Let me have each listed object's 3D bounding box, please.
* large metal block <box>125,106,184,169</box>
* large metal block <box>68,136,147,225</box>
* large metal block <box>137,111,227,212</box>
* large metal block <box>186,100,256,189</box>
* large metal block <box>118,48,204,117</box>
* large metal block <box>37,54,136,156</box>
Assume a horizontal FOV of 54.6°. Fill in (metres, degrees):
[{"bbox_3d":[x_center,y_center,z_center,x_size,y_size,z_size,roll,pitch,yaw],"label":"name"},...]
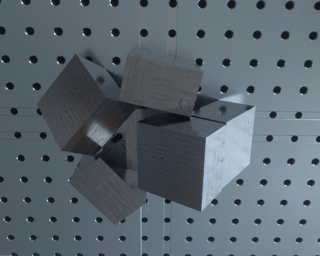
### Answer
[{"bbox_3d":[-0.001,0.007,0.402,0.080,0.050,0.079,1,110,-1],"label":"large metal block"},{"bbox_3d":[-0.062,0.063,0.405,0.050,0.080,0.080,-38,106,12],"label":"large metal block"},{"bbox_3d":[0.023,0.032,0.338,0.080,0.050,0.079,13,113,31],"label":"large metal block"},{"bbox_3d":[0.074,0.016,0.382,0.050,0.081,0.079,14,114,35],"label":"large metal block"},{"bbox_3d":[0.001,-0.057,0.363,0.080,0.080,0.050,12,110,-4],"label":"large metal block"},{"bbox_3d":[-0.089,-0.026,0.367,0.080,0.080,0.050,-47,148,15],"label":"large metal block"}]
